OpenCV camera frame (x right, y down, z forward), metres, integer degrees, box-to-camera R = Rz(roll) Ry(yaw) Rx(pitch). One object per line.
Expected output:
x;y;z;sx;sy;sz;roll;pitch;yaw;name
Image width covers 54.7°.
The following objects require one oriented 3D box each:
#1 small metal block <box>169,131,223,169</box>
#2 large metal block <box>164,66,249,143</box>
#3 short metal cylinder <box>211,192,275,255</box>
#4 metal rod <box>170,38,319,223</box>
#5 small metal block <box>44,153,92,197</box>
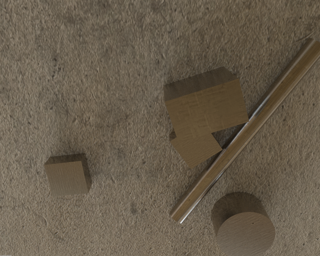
0.048;0.019;0.418;0.050;0.025;0.050;-34;107;11;small metal block
0.051;-0.031;0.370;0.080;0.080;0.050;-17;109;6;large metal block
0.119;0.141;0.450;0.081;0.050;0.079;0;110;-1;short metal cylinder
0.108;0.015;0.416;0.025;0.025;0.299;32;107;-12;metal rod
-0.127;0.065;0.432;0.050;0.025;0.050;-6;110;2;small metal block
